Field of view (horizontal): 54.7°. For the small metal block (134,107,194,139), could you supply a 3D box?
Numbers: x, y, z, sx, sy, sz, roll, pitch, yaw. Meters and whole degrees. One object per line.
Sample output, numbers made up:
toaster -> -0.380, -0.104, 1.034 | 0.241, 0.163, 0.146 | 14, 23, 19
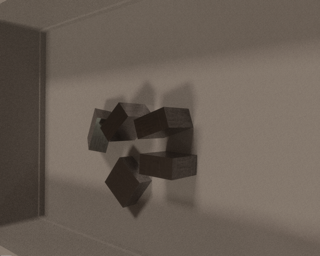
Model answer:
small metal block -> 0.005, -0.005, 0.385 | 0.050, 0.050, 0.025 | -21, 77, 38

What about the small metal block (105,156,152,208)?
small metal block -> -0.046, 0.076, 0.443 | 0.050, 0.025, 0.050 | 47, 118, 29

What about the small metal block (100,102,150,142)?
small metal block -> -0.045, -0.008, 0.425 | 0.050, 0.050, 0.025 | -49, 62, 28

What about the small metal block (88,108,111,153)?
small metal block -> -0.089, 0.003, 0.463 | 0.050, 0.025, 0.050 | -128, 53, -66

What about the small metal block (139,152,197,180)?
small metal block -> 0.010, 0.045, 0.380 | 0.050, 0.050, 0.025 | 4, 93, 39
